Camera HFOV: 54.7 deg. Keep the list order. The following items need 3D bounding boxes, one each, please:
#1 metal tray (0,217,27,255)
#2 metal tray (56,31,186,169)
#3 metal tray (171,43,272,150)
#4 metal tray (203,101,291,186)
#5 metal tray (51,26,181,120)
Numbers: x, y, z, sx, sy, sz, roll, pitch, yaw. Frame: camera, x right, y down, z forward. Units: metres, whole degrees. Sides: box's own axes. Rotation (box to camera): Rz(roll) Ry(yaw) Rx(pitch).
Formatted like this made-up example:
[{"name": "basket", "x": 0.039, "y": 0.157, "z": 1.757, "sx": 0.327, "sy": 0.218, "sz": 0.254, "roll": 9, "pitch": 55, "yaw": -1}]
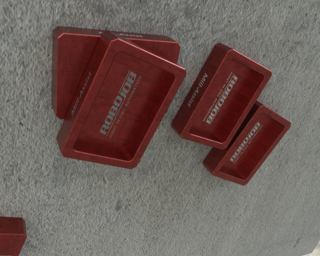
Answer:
[{"name": "metal tray", "x": -0.239, "y": 0.146, "z": 0.364, "sx": 0.131, "sy": 0.030, "sz": 0.089, "roll": 16, "pitch": 110, "yaw": -35}, {"name": "metal tray", "x": -0.041, "y": -0.023, "z": 0.327, "sx": 0.091, "sy": 0.030, "sz": 0.129, "roll": 17, "pitch": 110, "yaw": -35}, {"name": "metal tray", "x": 0.084, "y": -0.038, "z": 0.425, "sx": 0.091, "sy": 0.030, "sz": 0.129, "roll": 17, "pitch": 110, "yaw": -35}, {"name": "metal tray", "x": 0.139, "y": 0.025, "z": 0.494, "sx": 0.091, "sy": 0.030, "sz": 0.129, "roll": 23, "pitch": 106, "yaw": -37}, {"name": "metal tray", "x": -0.048, "y": -0.058, "z": 0.341, "sx": 0.131, "sy": 0.030, "sz": 0.089, "roll": -3, "pitch": 120, "yaw": -27}]
